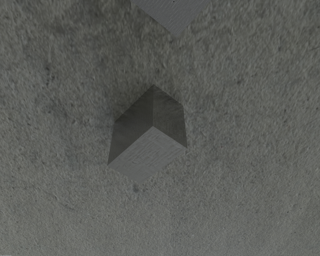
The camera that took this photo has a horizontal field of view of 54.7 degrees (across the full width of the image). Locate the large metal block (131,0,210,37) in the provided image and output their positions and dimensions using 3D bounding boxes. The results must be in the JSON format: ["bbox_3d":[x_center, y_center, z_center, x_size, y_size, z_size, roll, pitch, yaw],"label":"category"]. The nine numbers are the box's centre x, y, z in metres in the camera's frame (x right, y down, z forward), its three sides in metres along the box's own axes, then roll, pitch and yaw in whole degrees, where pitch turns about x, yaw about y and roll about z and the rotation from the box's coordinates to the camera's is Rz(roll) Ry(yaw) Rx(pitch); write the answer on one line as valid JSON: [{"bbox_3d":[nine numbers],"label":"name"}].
[{"bbox_3d":[0.010,-0.143,0.269,0.080,0.050,0.080,32,123,-25],"label":"large metal block"}]

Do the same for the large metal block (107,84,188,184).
[{"bbox_3d":[-0.015,0.007,0.377,0.050,0.080,0.080,34,122,-26],"label":"large metal block"}]
